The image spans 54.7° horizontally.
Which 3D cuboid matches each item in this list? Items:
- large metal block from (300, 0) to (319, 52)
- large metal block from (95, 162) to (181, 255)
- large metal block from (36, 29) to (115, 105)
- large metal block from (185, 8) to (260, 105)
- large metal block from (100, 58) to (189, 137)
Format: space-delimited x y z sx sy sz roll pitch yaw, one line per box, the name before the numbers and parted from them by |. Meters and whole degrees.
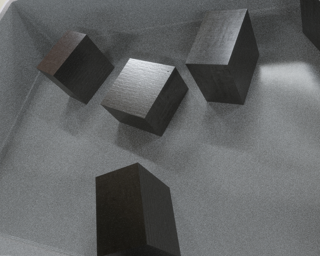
large metal block | 0.209 -0.140 0.347 0.080 0.080 0.050 -27 53 12
large metal block | -0.022 0.094 0.325 0.050 0.080 0.080 -21 54 16
large metal block | -0.134 -0.098 0.501 0.050 0.080 0.080 25 76 37
large metal block | 0.080 -0.085 0.380 0.050 0.080 0.080 9 66 32
large metal block | -0.020 -0.044 0.427 0.080 0.050 0.080 19 72 35
